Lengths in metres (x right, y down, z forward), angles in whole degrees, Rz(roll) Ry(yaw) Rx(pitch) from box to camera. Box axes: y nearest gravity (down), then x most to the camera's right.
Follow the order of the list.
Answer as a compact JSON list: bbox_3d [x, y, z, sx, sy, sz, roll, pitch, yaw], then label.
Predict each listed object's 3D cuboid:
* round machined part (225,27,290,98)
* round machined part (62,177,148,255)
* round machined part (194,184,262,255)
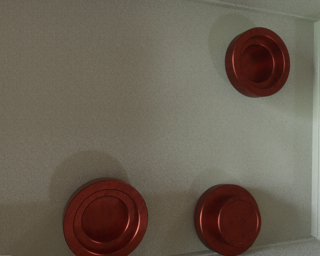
[{"bbox_3d":[0.137,-0.093,0.454,0.099,0.042,0.097,0,90,-21],"label":"round machined part"},{"bbox_3d":[-0.068,0.109,0.377,0.099,0.042,0.097,0,90,-21],"label":"round machined part"},{"bbox_3d":[0.101,0.128,0.433,0.099,0.042,0.097,4,80,-20],"label":"round machined part"}]
